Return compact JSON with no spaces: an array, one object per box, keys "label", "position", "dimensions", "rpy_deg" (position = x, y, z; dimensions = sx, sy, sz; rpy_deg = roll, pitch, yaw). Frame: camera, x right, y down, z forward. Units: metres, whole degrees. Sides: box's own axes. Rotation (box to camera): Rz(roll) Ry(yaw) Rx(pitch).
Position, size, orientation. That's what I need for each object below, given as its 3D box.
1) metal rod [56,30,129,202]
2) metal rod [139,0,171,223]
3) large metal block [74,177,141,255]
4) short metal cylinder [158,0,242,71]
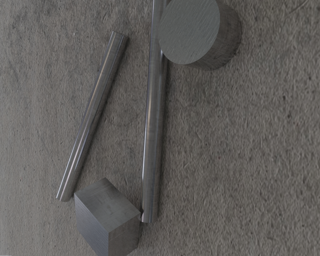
[{"label":"metal rod","position":[-0.113,-0.008,0.498],"dimensions":[0.025,0.025,0.298],"rpy_deg":[36,112,34]},{"label":"metal rod","position":[-0.006,-0.025,0.410],"dimensions":[0.025,0.025,0.298],"rpy_deg":[6,94,40]},{"label":"large metal block","position":[-0.075,0.131,0.433],"dimensions":[0.080,0.050,0.079],"rpy_deg":[36,134,34]},{"label":"short metal cylinder","position":[0.045,-0.108,0.352],"dimensions":[0.080,0.050,0.079],"rpy_deg":[0,90,40]}]
